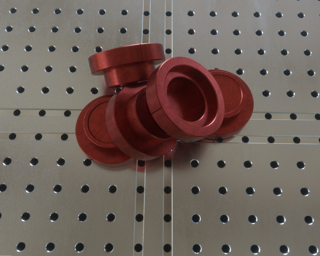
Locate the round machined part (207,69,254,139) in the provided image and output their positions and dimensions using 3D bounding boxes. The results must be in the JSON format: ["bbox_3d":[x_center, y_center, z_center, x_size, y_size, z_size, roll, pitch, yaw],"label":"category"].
[{"bbox_3d":[0.077,-0.037,0.417,0.099,0.042,0.098,0,70,-1],"label":"round machined part"}]

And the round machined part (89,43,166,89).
[{"bbox_3d":[-0.040,-0.078,0.406,0.099,0.098,0.042,-12,96,-5],"label":"round machined part"}]

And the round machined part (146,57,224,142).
[{"bbox_3d":[0.025,-0.030,0.363,0.099,0.042,0.098,14,65,-31],"label":"round machined part"}]

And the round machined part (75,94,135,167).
[{"bbox_3d":[-0.061,-0.001,0.402,0.099,0.042,0.098,0,70,-1],"label":"round machined part"}]

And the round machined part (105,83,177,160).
[{"bbox_3d":[-0.013,-0.012,0.382,0.099,0.042,0.098,17,61,-33],"label":"round machined part"}]
